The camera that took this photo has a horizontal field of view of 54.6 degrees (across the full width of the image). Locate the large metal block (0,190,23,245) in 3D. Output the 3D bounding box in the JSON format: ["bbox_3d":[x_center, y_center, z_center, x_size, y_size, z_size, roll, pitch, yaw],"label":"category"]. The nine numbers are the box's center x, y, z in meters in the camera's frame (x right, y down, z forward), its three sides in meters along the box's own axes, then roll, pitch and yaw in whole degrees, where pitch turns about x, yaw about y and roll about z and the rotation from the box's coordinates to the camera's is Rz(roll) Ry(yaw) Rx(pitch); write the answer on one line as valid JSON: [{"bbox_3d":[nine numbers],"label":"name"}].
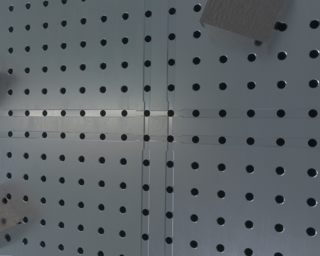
[{"bbox_3d":[-0.287,0.152,0.502,0.080,0.050,0.080,-44,76,14],"label":"large metal block"}]

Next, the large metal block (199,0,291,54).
[{"bbox_3d":[0.103,-0.143,0.363,0.080,0.050,0.080,25,98,18],"label":"large metal block"}]
